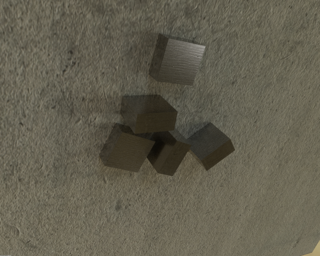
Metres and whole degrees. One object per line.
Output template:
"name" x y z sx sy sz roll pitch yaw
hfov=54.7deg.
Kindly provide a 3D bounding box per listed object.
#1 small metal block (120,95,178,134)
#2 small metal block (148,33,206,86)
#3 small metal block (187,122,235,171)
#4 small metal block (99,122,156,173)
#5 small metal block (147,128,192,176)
"small metal block" -0.014 -0.018 0.371 0.050 0.050 0.025 -5 121 -26
"small metal block" 0.020 -0.080 0.368 0.050 0.025 0.050 2 117 -30
"small metal block" 0.070 0.026 0.444 0.050 0.050 0.025 -35 129 -5
"small metal block" -0.042 0.026 0.400 0.050 0.025 0.050 18 109 -35
"small metal block" 0.008 0.028 0.412 0.025 0.050 0.050 18 109 -35
